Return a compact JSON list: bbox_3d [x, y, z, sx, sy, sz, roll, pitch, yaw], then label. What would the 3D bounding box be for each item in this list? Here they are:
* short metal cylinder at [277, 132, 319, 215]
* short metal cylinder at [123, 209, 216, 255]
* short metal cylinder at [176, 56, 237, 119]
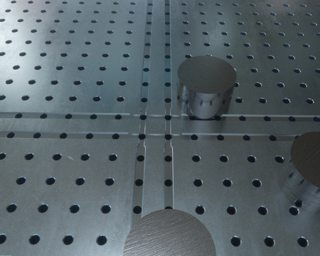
[{"bbox_3d":[0.182,0.051,0.351,0.081,0.050,0.080,0,50,0],"label":"short metal cylinder"},{"bbox_3d":[0.008,0.123,0.288,0.081,0.050,0.080,0,50,0],"label":"short metal cylinder"},{"bbox_3d":[0.064,-0.058,0.441,0.081,0.050,0.080,0,50,0],"label":"short metal cylinder"}]
